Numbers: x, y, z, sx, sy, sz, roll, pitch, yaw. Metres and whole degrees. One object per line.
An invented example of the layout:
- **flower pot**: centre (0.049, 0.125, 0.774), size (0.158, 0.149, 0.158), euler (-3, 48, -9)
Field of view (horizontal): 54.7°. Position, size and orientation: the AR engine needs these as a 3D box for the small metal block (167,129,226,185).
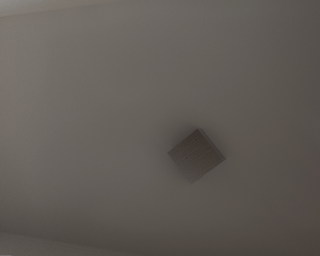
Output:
- **small metal block**: centre (0.047, 0.036, 0.394), size (0.050, 0.025, 0.050), euler (-40, 78, 15)
